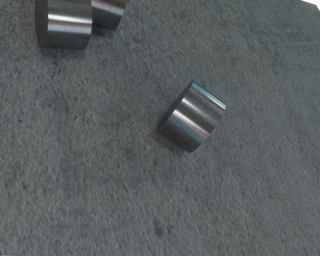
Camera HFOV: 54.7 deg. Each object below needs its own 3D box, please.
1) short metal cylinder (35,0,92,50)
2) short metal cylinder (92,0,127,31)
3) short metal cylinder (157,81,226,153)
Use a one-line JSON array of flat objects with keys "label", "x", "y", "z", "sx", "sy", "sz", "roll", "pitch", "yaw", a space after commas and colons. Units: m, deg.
[{"label": "short metal cylinder", "x": -0.123, "y": -0.140, "z": 0.389, "sx": 0.050, "sy": 0.080, "sz": 0.080, "roll": -5, "pitch": 64, "yaw": -31}, {"label": "short metal cylinder", "x": -0.081, "y": -0.185, "z": 0.439, "sx": 0.050, "sy": 0.080, "sz": 0.080, "roll": 10, "pitch": 57, "yaw": -23}, {"label": "short metal cylinder", "x": 0.039, "y": -0.014, "z": 0.400, "sx": 0.050, "sy": 0.080, "sz": 0.080, "roll": 36, "pitch": 51, "yaw": -5}]
